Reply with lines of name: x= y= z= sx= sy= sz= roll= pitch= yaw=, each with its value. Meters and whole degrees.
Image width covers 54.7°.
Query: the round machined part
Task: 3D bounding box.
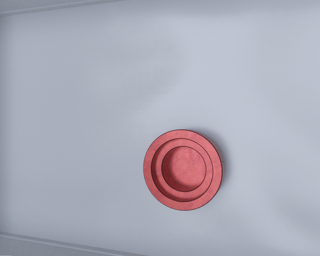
round machined part: x=0.032 y=0.050 z=0.389 sx=0.098 sy=0.042 sz=0.097 roll=0 pitch=90 yaw=19
